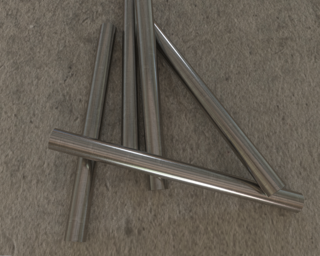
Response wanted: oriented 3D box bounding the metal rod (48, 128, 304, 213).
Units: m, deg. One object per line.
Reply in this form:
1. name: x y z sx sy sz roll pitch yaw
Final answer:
1. metal rod: 0.023 0.051 0.364 0.302 0.025 0.025 15 71 -5

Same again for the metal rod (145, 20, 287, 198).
1. metal rod: 0.056 -0.043 0.407 0.025 0.025 0.299 -29 67 -10

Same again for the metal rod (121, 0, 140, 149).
1. metal rod: -0.042 -0.094 0.442 0.025 0.025 0.299 -1 70 -1

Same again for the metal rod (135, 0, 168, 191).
1. metal rod: -0.014 -0.069 0.415 0.025 0.025 0.299 -4 76 -2

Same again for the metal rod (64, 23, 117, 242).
1. metal rod: -0.088 -0.009 0.410 0.025 0.025 0.299 4 70 1
